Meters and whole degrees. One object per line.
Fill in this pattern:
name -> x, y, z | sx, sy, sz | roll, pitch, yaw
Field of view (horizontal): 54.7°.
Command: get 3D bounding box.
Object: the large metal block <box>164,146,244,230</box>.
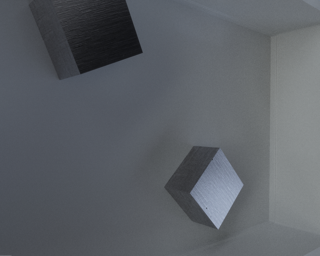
large metal block -> 0.065, 0.083, 0.445 | 0.080, 0.050, 0.080 | -51, 120, -28

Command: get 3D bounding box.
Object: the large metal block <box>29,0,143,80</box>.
large metal block -> -0.076, -0.104, 0.327 | 0.081, 0.050, 0.080 | -30, 109, -36
